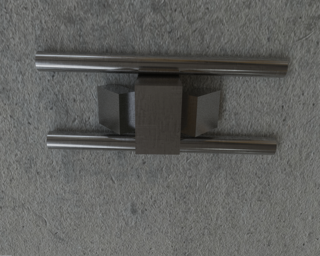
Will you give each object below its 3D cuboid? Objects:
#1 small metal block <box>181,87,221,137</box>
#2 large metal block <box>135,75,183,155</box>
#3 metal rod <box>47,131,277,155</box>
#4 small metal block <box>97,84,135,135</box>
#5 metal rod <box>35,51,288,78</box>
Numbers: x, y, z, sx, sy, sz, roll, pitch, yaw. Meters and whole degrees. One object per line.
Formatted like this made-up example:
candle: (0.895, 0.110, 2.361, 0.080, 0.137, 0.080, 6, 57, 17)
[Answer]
small metal block: (0.050, -0.021, 0.389, 0.025, 0.050, 0.050, 17, 115, 38)
large metal block: (-0.002, -0.021, 0.376, 0.050, 0.080, 0.079, 1, 110, -1)
metal rod: (0.003, 0.020, 0.418, 0.302, 0.025, 0.025, 2, 110, -1)
small metal block: (-0.054, -0.025, 0.386, 0.025, 0.050, 0.050, -15, 116, -37)
metal rod: (0.003, -0.078, 0.382, 0.302, 0.025, 0.025, 1, 110, -1)
